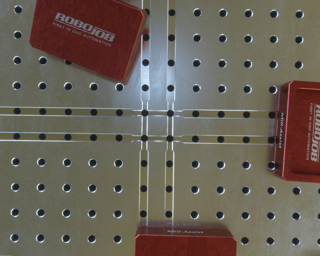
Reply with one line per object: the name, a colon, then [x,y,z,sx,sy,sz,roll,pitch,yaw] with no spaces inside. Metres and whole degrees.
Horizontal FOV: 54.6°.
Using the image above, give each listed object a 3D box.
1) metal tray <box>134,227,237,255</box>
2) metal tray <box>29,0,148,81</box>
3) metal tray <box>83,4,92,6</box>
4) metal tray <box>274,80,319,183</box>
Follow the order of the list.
metal tray: [0.032,0.183,0.411,0.131,0.030,0.090,2,90,0]
metal tray: [-0.091,-0.126,0.394,0.131,0.030,0.089,21,113,0]
metal tray: [-0.088,-0.237,0.410,0.090,0.030,0.129,-21,90,0]
metal tray: [0.206,0.006,0.412,0.090,0.030,0.129,4,90,0]
